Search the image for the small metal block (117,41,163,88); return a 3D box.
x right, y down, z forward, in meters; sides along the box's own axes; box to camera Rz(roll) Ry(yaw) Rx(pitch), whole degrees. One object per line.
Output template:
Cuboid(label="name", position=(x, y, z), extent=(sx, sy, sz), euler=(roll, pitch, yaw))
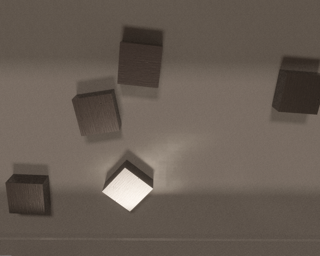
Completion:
Cuboid(label="small metal block", position=(-0.024, -0.079, 0.382), extent=(0.050, 0.025, 0.050), euler=(6, 110, -3))

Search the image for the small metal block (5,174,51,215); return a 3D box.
Cuboid(label="small metal block", position=(-0.188, 0.095, 0.444), extent=(0.050, 0.025, 0.050), euler=(3, 110, -2))

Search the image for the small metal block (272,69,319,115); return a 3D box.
Cuboid(label="small metal block", position=(0.177, -0.046, 0.397), extent=(0.050, 0.025, 0.050), euler=(4, 110, -2))

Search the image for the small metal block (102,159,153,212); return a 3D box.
Cuboid(label="small metal block", position=(-0.045, 0.082, 0.441), extent=(0.050, 0.025, 0.050), euler=(40, 105, -14))

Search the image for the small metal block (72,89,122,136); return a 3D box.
Cuboid(label="small metal block", position=(-0.081, -0.020, 0.403), extent=(0.050, 0.025, 0.050), euler=(-8, 110, 2))
